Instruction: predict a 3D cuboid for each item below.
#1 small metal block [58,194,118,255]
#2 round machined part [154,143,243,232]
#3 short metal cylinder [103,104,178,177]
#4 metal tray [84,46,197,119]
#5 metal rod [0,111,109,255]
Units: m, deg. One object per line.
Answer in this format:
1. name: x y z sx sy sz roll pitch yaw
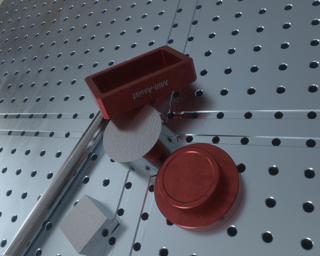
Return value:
1. small metal block: -0.088 0.119 0.380 0.050 0.025 0.050 33 80 38
2. round machined part: 0.037 0.060 0.340 0.098 0.042 0.098 -13 56 20
3. short metal cylinder: -0.024 0.016 0.394 0.080 0.050 0.080 -13 56 21
4. metal tray: -0.028 -0.066 0.417 0.131 0.030 0.090 -25 33 -11
5. metal rod: -0.124 0.054 0.438 0.025 0.025 0.300 21 73 35
